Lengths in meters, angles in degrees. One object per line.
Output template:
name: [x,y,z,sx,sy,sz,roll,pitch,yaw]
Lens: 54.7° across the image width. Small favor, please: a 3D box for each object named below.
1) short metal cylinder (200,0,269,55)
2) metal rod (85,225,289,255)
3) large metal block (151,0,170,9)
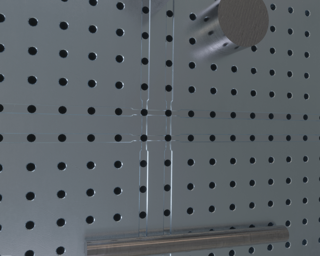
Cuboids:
short metal cylinder: [0.104,-0.149,0.437,0.081,0.050,0.079,0,90,-20]
metal rod: [0.051,0.158,0.431,0.302,0.025,0.025,3,89,-20]
large metal block: [0.018,-0.210,0.390,0.050,0.080,0.080,38,78,-16]
